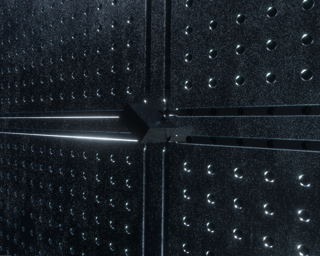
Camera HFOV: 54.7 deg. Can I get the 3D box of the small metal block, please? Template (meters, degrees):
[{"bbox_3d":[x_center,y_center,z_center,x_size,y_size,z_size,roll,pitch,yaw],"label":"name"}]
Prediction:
[{"bbox_3d":[-0.017,-0.007,0.405,0.050,0.050,0.025,47,118,29],"label":"small metal block"}]
